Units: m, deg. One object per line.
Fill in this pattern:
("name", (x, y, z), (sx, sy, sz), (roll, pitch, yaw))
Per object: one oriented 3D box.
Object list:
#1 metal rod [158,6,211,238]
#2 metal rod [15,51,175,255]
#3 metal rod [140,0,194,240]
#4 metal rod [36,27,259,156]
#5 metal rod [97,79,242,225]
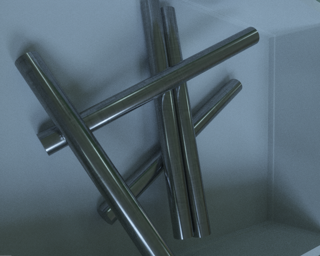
("metal rod", (0.030, -0.010, 0.406), (0.025, 0.025, 0.298), (-6, 86, -40))
("metal rod", (-0.045, 0.056, 0.294), (0.025, 0.025, 0.299), (-32, 86, -36))
("metal rod", (0.008, -0.014, 0.391), (0.025, 0.025, 0.298), (-6, 86, -40))
("metal rod", (0.004, -0.054, 0.365), (0.302, 0.025, 0.025), (-30, 110, -21))
("metal rod", (0.031, 0.016, 0.434), (0.302, 0.025, 0.025), (-42, 116, -32))
